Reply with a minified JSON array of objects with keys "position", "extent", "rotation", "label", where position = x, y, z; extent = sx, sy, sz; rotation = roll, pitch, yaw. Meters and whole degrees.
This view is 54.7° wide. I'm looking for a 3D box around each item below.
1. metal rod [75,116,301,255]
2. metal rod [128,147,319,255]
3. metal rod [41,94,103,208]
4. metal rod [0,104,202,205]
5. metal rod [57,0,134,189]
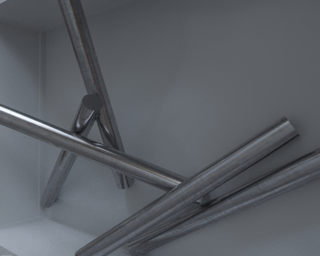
[{"position":[0.015,0.083,0.348],"extent":[0.300,0.025,0.025],"rotation":[-37,67,18],"label":"metal rod"},{"position":[0.065,0.093,0.351],"extent":[0.299,0.025,0.025],"rotation":[-37,68,33],"label":"metal rod"},{"position":[-0.145,0.053,0.474],"extent":[0.025,0.025,0.298],"rotation":[61,139,22],"label":"metal rod"},{"position":[-0.089,0.027,0.386],"extent":[0.301,0.025,0.025],"rotation":[21,105,7],"label":"metal rod"},{"position":[-0.082,-0.054,0.394],"extent":[0.025,0.025,0.298],"rotation":[5,118,39],"label":"metal rod"}]
